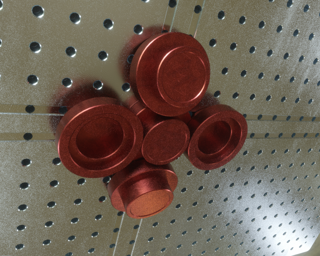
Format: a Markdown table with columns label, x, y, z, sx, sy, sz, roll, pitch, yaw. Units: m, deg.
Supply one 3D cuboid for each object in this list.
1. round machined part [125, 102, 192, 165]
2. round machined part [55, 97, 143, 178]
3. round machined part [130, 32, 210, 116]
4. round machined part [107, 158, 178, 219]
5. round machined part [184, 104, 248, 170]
| label | x | y | z | sx | sy | sz | roll | pitch | yaw |
| --- | --- | --- | --- | --- | --- | --- | --- | --- | --- |
| round machined part | 0.000 | 0.009 | 0.406 | 0.099 | 0.042 | 0.097 | -14 | 125 | -21 |
| round machined part | -0.073 | 0.008 | 0.366 | 0.099 | 0.042 | 0.097 | -14 | 125 | -21 |
| round machined part | 0.018 | -0.061 | 0.359 | 0.099 | 0.042 | 0.097 | -8 | 107 | -25 |
| round machined part | -0.020 | 0.090 | 0.431 | 0.099 | 0.042 | 0.097 | -15 | 139 | -14 |
| round machined part | 0.074 | 0.009 | 0.448 | 0.099 | 0.042 | 0.097 | -14 | 125 | -21 |
